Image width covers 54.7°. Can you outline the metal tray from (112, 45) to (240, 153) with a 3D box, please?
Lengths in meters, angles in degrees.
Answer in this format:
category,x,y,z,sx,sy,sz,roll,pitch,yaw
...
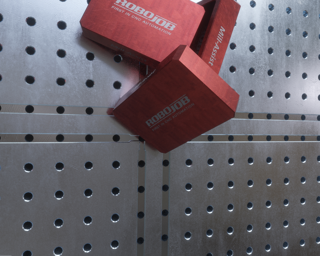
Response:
category,x,y,z,sx,sy,sz,roll,pitch,yaw
metal tray,0.014,-0.026,0.364,0.090,0.129,0.030,40,48,-16

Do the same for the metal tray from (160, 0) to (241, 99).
category,x,y,z,sx,sy,sz,roll,pitch,yaw
metal tray,0.043,-0.097,0.393,0.030,0.090,0.129,23,82,-29

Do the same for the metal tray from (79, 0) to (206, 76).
category,x,y,z,sx,sy,sz,roll,pitch,yaw
metal tray,-0.020,-0.133,0.386,0.131,0.030,0.090,24,82,-4
